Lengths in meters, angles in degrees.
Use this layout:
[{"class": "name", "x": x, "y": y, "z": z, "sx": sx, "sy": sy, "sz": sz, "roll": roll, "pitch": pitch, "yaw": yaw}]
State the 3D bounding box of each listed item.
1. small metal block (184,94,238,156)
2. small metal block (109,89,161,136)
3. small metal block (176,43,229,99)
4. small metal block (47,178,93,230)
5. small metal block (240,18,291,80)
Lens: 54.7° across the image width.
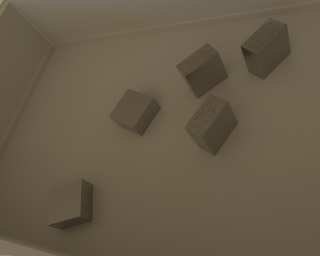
[{"class": "small metal block", "x": 0.061, "y": -0.003, "z": 0.359, "sx": 0.025, "sy": 0.050, "sz": 0.050, "roll": 30, "pitch": 78, "yaw": 37}, {"class": "small metal block", "x": -0.035, "y": -0.023, "z": 0.437, "sx": 0.050, "sy": 0.025, "sz": 0.050, "roll": 24, "pitch": 74, "yaw": 36}, {"class": "small metal block", "x": 0.056, "y": -0.074, "z": 0.405, "sx": 0.050, "sy": 0.050, "sz": 0.025, "roll": -36, "pitch": 52, "yaw": 4}, {"class": "small metal block", "x": -0.116, "y": 0.100, "z": 0.404, "sx": 0.050, "sy": 0.025, "sz": 0.050, "roll": -19, "pitch": 54, "yaw": 16}, {"class": "small metal block", "x": 0.131, "y": -0.096, "z": 0.380, "sx": 0.050, "sy": 0.050, "sz": 0.025, "roll": -44, "pitch": 51, "yaw": -3}]
